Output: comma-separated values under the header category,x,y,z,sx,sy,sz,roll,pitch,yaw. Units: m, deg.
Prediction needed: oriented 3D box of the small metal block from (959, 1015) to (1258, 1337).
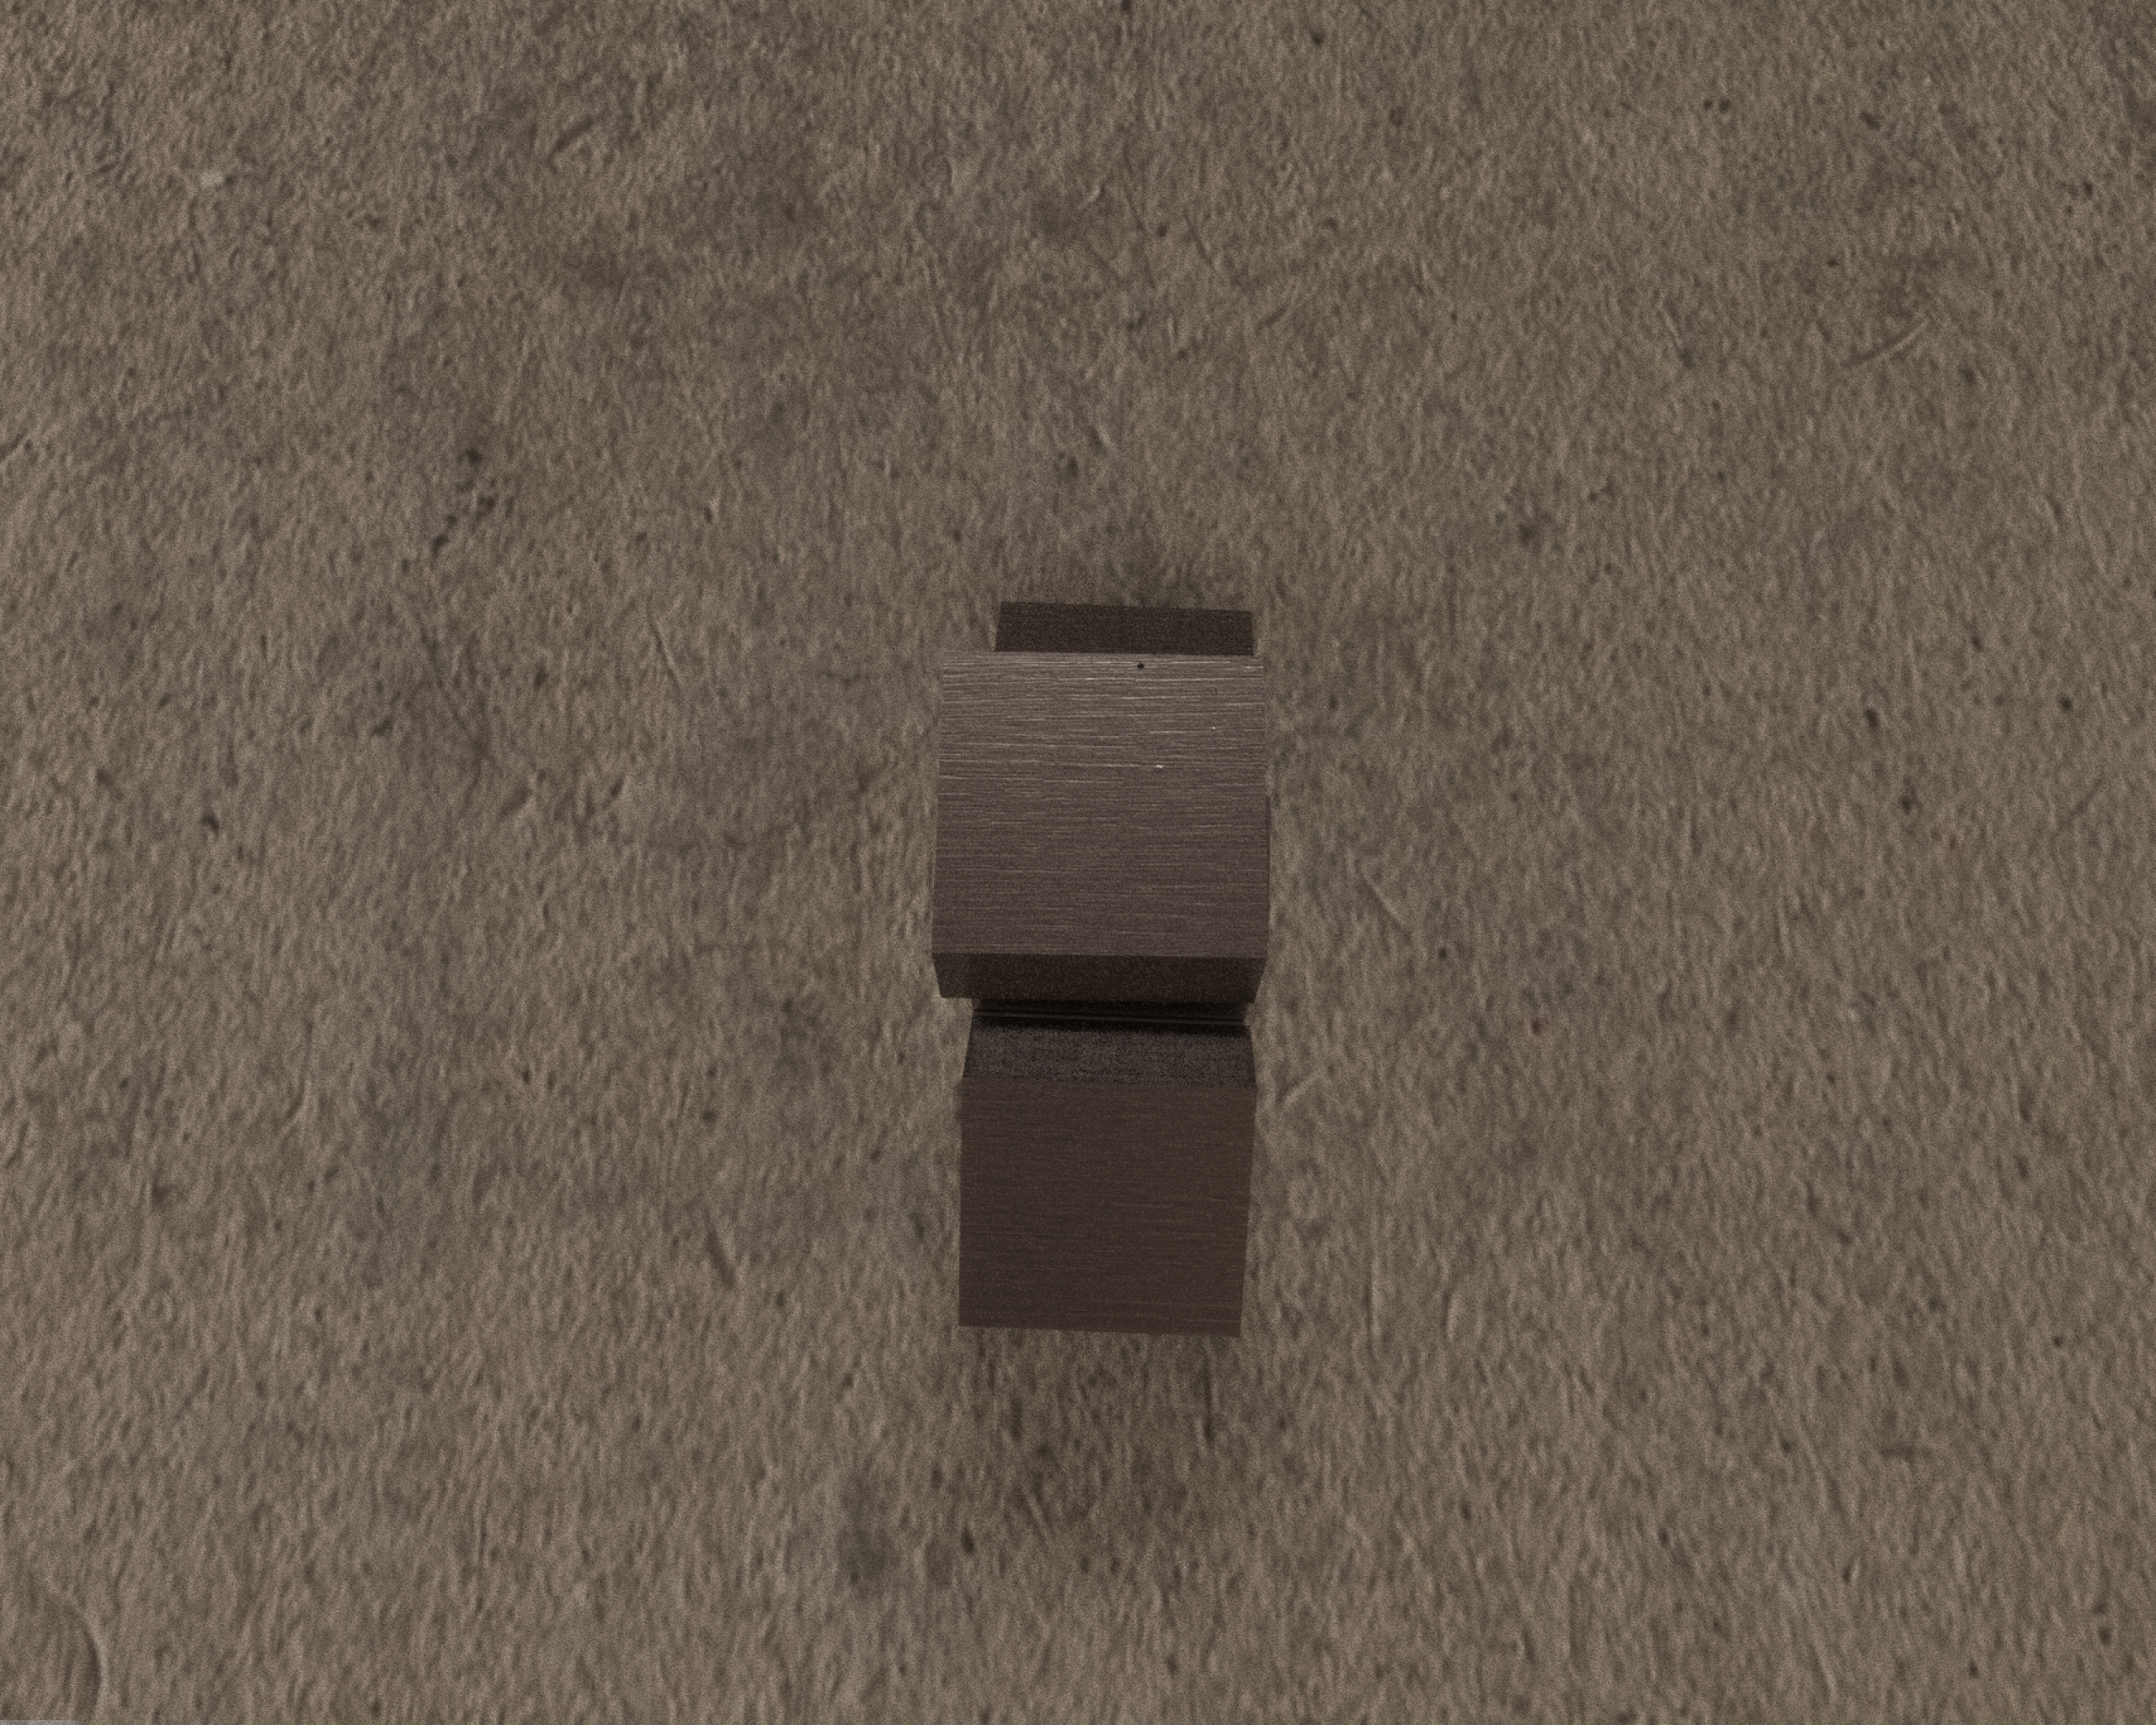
category,x,y,z,sx,sy,sz,roll,pitch,yaw
small metal block,0.005,0.056,0.375,0.050,0.025,0.050,2,111,0

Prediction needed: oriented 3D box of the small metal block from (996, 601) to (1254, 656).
category,x,y,z,sx,sy,sz,roll,pitch,yaw
small metal block,0.009,-0.027,0.407,0.050,0.025,0.050,2,34,1

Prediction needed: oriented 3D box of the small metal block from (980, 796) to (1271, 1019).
category,x,y,z,sx,sy,sz,roll,pitch,yaw
small metal block,0.006,0.008,0.366,0.050,0.050,0.025,2,70,0

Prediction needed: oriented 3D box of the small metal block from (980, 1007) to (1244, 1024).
category,x,y,z,sx,sy,sz,roll,pitch,yaw
small metal block,0.006,0.020,0.403,0.050,0.025,0.050,2,70,0

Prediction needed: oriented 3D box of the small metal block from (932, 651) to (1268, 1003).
category,x,y,z,sx,sy,sz,roll,pitch,yaw
small metal block,0.004,-0.005,0.332,0.050,0.025,0.050,1,70,0
